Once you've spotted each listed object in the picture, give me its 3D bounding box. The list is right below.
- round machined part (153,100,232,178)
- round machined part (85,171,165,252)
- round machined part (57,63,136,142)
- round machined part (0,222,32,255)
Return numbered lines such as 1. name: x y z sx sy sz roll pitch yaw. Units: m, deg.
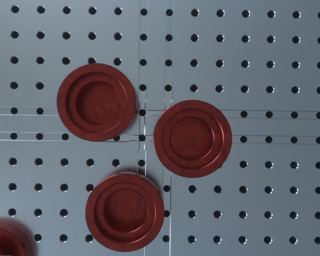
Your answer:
1. round machined part: 0.041 0.013 0.405 0.099 0.042 0.097 0 90 -1
2. round machined part: -0.044 0.105 0.404 0.099 0.042 0.097 0 90 -1
3. round machined part: -0.079 -0.032 0.404 0.099 0.042 0.097 0 90 -1
4. round machined part: -0.223 0.177 0.402 0.099 0.042 0.097 0 90 -1
